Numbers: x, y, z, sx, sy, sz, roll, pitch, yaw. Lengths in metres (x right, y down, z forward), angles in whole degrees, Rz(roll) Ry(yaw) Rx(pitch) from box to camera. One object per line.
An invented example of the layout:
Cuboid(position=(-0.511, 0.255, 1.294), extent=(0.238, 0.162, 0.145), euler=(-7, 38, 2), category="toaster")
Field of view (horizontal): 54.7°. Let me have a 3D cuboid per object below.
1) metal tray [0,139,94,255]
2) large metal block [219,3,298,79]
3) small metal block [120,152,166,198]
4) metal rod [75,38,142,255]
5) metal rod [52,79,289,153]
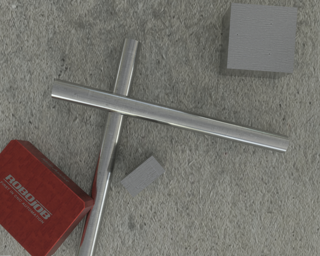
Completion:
Cuboid(position=(-0.162, 0.088, 0.392), extent=(0.130, 0.030, 0.090), euler=(39, 90, 11), category="metal tray")
Cuboid(position=(0.124, -0.109, 0.399), extent=(0.081, 0.050, 0.079), euler=(4, 90, -1), category="large metal block")
Cuboid(position=(-0.021, 0.058, 0.397), extent=(0.050, 0.050, 0.025), euler=(-39, 90, 0), category="small metal block")
Cuboid(position=(-0.068, 0.032, 0.409), extent=(0.025, 0.025, 0.298), euler=(12, 90, -1), category="metal rod")
Cuboid(position=(0.019, -0.013, 0.393), extent=(0.302, 0.025, 0.025), euler=(13, 90, -8), category="metal rod")
